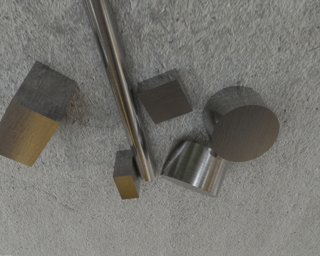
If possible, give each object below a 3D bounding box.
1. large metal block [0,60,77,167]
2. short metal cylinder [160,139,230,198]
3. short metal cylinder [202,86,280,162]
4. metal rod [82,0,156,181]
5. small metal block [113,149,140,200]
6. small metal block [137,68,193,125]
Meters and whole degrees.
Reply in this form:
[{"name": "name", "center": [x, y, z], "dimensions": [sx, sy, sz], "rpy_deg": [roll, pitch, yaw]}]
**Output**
[{"name": "large metal block", "center": [-0.145, -0.016, 0.355], "dimensions": [0.050, 0.080, 0.080], "rpy_deg": [29, 124, -23]}, {"name": "short metal cylinder", "center": [0.046, 0.054, 0.412], "dimensions": [0.080, 0.050, 0.080], "rpy_deg": [21, 167, 6]}, {"name": "short metal cylinder", "center": [0.097, -0.005, 0.380], "dimensions": [0.081, 0.050, 0.079], "rpy_deg": [-3, 122, -5]}, {"name": "metal rod", "center": [-0.043, -0.041, 0.371], "dimensions": [0.025, 0.025, 0.298], "rpy_deg": [-8, 130, 6]}, {"name": "small metal block", "center": [-0.047, 0.067, 0.447], "dimensions": [0.025, 0.050, 0.050], "rpy_deg": [-8, 130, 6]}, {"name": "small metal block", "center": [0.006, -0.038, 0.375], "dimensions": [0.050, 0.025, 0.050], "rpy_deg": [-19, 128, 15]}]
